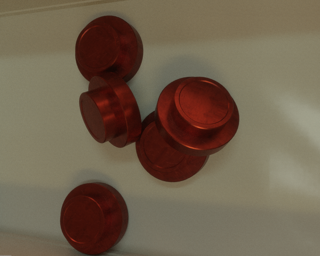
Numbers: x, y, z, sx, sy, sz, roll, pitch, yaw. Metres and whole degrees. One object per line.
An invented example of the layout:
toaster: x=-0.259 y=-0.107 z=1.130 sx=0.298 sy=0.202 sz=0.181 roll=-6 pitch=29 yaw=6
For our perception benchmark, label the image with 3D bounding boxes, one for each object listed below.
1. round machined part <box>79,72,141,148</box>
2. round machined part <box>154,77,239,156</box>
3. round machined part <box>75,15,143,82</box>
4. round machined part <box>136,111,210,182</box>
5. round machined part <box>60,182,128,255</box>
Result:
round machined part: x=-0.069 y=-0.019 z=0.398 sx=0.098 sy=0.042 sz=0.097 roll=35 pitch=138 yaw=40
round machined part: x=0.045 y=-0.020 z=0.358 sx=0.099 sy=0.042 sz=0.098 roll=4 pitch=63 yaw=-9
round machined part: x=-0.077 y=-0.107 z=0.429 sx=0.098 sy=0.042 sz=0.097 roll=0 pitch=90 yaw=20
round machined part: x=0.013 y=0.021 z=0.397 sx=0.098 sy=0.042 sz=0.097 roll=0 pitch=90 yaw=20
round machined part: x=-0.098 y=0.126 z=0.431 sx=0.098 sy=0.042 sz=0.097 roll=-2 pitch=84 yaw=18
